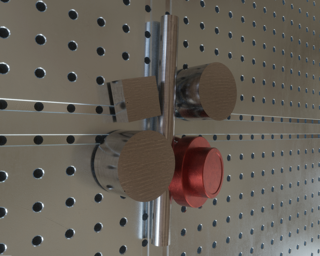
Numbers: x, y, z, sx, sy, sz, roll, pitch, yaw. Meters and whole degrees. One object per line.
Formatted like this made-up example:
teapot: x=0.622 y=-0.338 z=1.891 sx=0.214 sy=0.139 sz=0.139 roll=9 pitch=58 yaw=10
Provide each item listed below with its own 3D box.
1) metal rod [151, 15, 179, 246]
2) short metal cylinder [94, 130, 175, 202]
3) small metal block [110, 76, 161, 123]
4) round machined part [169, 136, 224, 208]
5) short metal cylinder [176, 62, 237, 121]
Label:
metal rod: x=0.007 y=0.002 z=0.410 sx=0.025 sy=0.025 sz=0.298 roll=4 pitch=88 yaw=-40
short metal cylinder: x=-0.029 y=0.042 z=0.363 sx=0.081 sy=0.050 sz=0.079 roll=0 pitch=90 yaw=-40
small metal block: x=-0.029 y=-0.036 z=0.380 sx=0.050 sy=0.025 sz=0.050 roll=-15 pitch=99 yaw=-39
round machined part: x=0.055 y=0.060 z=0.424 sx=0.099 sy=0.042 sz=0.097 roll=1 pitch=89 yaw=-56
short metal cylinder: x=0.064 y=-0.050 z=0.442 sx=0.081 sy=0.050 sz=0.079 roll=0 pitch=90 yaw=-40
